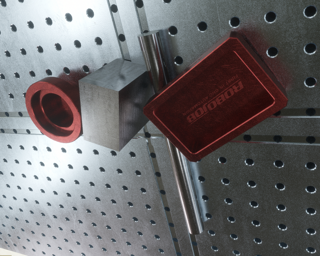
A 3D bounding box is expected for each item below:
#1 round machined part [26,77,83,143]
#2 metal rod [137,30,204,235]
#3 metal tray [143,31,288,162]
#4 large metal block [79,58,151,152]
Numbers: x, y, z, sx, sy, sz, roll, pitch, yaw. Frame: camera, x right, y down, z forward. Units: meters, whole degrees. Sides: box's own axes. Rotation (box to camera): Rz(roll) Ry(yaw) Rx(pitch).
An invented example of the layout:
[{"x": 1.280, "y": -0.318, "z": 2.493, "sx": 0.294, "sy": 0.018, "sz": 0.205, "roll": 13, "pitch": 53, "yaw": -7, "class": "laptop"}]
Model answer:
[{"x": -0.144, "y": -0.030, "z": 0.455, "sx": 0.098, "sy": 0.042, "sz": 0.097, "roll": 13, "pitch": 124, "yaw": 20, "class": "round machined part"}, {"x": 0.021, "y": 0.024, "z": 0.413, "sx": 0.025, "sy": 0.025, "sz": 0.298, "roll": 0, "pitch": 118, "yaw": 28, "class": "metal rod"}, {"x": 0.057, "y": -0.029, "z": 0.340, "sx": 0.130, "sy": 0.030, "sz": 0.090, "roll": -37, "pitch": 104, "yaw": 29, "class": "metal tray"}, {"x": -0.052, "y": -0.031, "z": 0.382, "sx": 0.050, "sy": 0.080, "sz": 0.079, "roll": 17, "pitch": 125, "yaw": 18, "class": "large metal block"}]
